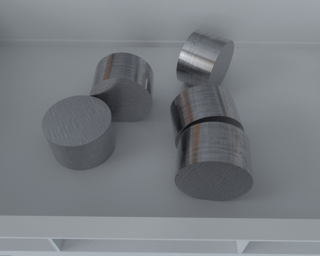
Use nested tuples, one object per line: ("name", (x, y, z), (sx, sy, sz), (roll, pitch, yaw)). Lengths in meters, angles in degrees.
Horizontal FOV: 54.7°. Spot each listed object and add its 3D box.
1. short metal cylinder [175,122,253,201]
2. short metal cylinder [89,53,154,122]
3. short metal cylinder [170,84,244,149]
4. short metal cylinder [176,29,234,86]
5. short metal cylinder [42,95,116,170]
("short metal cylinder", (0.058, 0.038, 0.338), (0.080, 0.080, 0.050), (5, 50, 4))
("short metal cylinder", (-0.049, -0.053, 0.413), (0.080, 0.080, 0.050), (1, 50, 1))
("short metal cylinder", (0.055, -0.006, 0.375), (0.081, 0.080, 0.050), (-4, 50, -4))
("short metal cylinder", (0.066, -0.096, 0.450), (0.050, 0.080, 0.080), (27, 55, 21))
("short metal cylinder", (-0.098, 0.005, 0.384), (0.081, 0.050, 0.080), (0, 50, 0))
